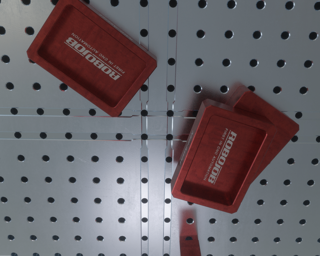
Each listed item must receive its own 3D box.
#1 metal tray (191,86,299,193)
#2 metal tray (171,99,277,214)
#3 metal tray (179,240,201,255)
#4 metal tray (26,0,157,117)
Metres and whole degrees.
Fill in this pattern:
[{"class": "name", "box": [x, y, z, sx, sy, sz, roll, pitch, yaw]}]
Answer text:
[{"class": "metal tray", "box": [0.108, 0.021, 0.419, 0.090, 0.030, 0.129, 32, 107, -11]}, {"class": "metal tray", "box": [0.076, 0.038, 0.392, 0.090, 0.030, 0.129, 17, 109, -7]}, {"class": "metal tray", "box": [0.051, 0.250, 0.471, 0.030, 0.090, 0.129, -4, 110, 2]}, {"class": "metal tray", "box": [-0.080, -0.086, 0.378, 0.130, 0.030, 0.090, 36, 106, -13]}]
